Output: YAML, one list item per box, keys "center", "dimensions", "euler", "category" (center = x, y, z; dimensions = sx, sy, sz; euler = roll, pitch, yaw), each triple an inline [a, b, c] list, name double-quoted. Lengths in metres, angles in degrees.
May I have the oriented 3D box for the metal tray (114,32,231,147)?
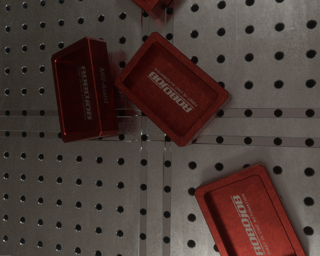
- center: [0.015, -0.050, 0.403]
  dimensions: [0.130, 0.030, 0.090]
  euler: [44, 103, 14]
  category: "metal tray"

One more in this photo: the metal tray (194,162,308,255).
- center: [0.108, 0.117, 0.371]
  dimensions: [0.090, 0.030, 0.129]
  euler: [-25, 82, 17]
  category: "metal tray"

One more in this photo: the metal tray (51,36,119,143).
- center: [-0.106, -0.049, 0.430]
  dimensions: [0.090, 0.030, 0.129]
  euler: [-11, 86, 40]
  category: "metal tray"

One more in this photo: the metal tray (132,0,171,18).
- center: [-0.001, -0.225, 0.409]
  dimensions: [0.090, 0.030, 0.130]
  euler: [43, 103, 14]
  category: "metal tray"
